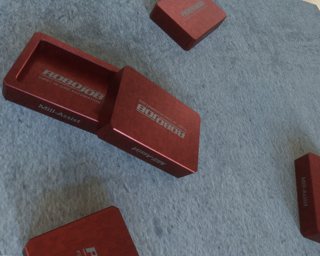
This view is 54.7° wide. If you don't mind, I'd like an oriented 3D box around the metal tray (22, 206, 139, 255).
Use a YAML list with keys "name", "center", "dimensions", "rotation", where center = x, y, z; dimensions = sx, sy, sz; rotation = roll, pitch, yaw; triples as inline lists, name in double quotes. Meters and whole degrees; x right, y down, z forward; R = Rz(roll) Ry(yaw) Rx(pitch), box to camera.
- name: "metal tray"
  center: [-0.057, 0.148, 0.280]
  dimensions: [0.091, 0.030, 0.130]
  rotation: [-15, 70, -35]

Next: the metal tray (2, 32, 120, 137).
- name: "metal tray"
  center: [-0.105, -0.052, 0.376]
  dimensions: [0.131, 0.030, 0.090]
  rotation: [23, 53, -15]

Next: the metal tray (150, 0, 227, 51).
- name: "metal tray"
  center: [0.054, -0.201, 0.554]
  dimensions: [0.090, 0.030, 0.131]
  rotation: [44, 51, 2]

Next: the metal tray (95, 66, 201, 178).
- name: "metal tray"
  center: [-0.007, -0.005, 0.377]
  dimensions: [0.131, 0.030, 0.090]
  rotation: [31, 50, -31]

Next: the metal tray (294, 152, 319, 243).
- name: "metal tray"
  center: [0.256, 0.111, 0.474]
  dimensions: [0.090, 0.030, 0.130]
  rotation: [23, 53, -15]
